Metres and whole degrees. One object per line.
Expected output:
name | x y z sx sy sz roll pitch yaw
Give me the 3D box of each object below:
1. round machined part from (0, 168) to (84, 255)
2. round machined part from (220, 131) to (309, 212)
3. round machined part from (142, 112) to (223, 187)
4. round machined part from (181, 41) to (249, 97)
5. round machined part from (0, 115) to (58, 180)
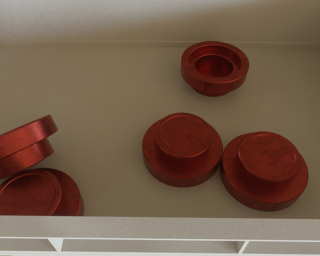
round machined part | -0.133 0.082 0.324 0.099 0.042 0.098 0 50 0
round machined part | 0.122 0.042 0.359 0.099 0.042 0.098 0 50 0
round machined part | 0.027 0.019 0.378 0.099 0.042 0.098 0 50 0
round machined part | 0.080 -0.085 0.466 0.099 0.042 0.098 0 50 0
round machined part | -0.162 0.024 0.351 0.098 0.042 0.098 -22 11 5
